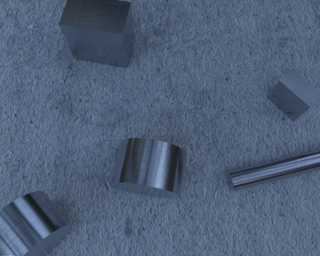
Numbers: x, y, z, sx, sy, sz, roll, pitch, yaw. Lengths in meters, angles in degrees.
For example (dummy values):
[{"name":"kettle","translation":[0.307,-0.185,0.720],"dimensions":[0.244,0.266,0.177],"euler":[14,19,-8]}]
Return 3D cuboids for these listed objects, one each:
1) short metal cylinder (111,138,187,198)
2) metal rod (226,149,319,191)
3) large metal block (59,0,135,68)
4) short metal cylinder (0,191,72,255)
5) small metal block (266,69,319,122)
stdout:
[{"name":"short metal cylinder","translation":[-0.012,0.049,0.361],"dimensions":[0.080,0.080,0.050],"euler":[9,71,3]},{"name":"metal rod","translation":[0.234,0.034,0.398],"dimensions":[0.302,0.025,0.025],"euler":[-13,71,-5]},{"name":"large metal block","translation":[-0.081,-0.131,0.426],"dimensions":[0.080,0.080,0.050],"euler":[10,71,3]},{"name":"short metal cylinder","translation":[-0.144,0.115,0.335],"dimensions":[0.080,0.080,0.050],"euler":[-42,76,-14]},{"name":"small metal block","translation":[0.177,-0.042,0.413],"dimensions":[0.025,0.050,0.050],"euler":[-40,75,-13]}]
